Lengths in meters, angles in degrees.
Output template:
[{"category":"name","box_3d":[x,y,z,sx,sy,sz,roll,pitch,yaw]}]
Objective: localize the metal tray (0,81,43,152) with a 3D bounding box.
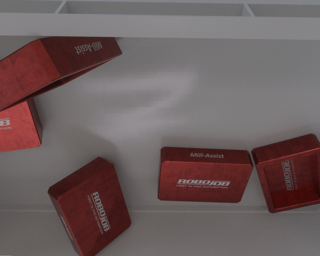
[{"category":"metal tray","box_3d":[-0.221,-0.010,0.377,0.131,0.030,0.089,-7,131,-10]}]

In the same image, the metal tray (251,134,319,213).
[{"category":"metal tray","box_3d":[0.198,0.074,0.470,0.090,0.030,0.130,-17,128,13]}]

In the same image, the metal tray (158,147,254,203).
[{"category":"metal tray","box_3d":[0.064,0.073,0.468,0.131,0.030,0.089,3,130,-3]}]

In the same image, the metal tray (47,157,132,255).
[{"category":"metal tray","box_3d":[-0.097,0.119,0.455,0.030,0.091,0.129,20,132,42]}]

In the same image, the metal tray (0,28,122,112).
[{"category":"metal tray","box_3d":[-0.100,-0.055,0.287,0.090,0.130,0.030,-21,104,22]}]
